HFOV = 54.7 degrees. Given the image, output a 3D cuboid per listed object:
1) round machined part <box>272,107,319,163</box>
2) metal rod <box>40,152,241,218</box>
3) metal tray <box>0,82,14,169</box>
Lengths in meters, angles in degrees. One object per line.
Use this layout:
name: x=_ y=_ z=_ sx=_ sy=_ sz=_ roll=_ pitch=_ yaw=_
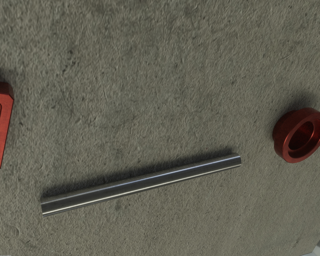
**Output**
round machined part: x=0.233 y=0.008 z=0.529 sx=0.099 sy=0.042 sz=0.097 roll=-14 pitch=124 yaw=-21
metal rod: x=-0.011 y=0.076 z=0.447 sx=0.303 sy=0.025 sz=0.025 roll=-10 pitch=123 yaw=-23
metal tray: x=-0.212 y=-0.006 z=0.283 sx=0.131 sy=0.030 sz=0.089 roll=7 pitch=115 yaw=-32
